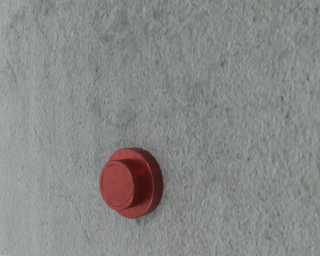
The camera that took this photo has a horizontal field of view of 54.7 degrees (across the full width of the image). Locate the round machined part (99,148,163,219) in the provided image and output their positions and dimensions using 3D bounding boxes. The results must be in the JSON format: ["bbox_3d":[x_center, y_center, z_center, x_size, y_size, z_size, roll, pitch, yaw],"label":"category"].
[{"bbox_3d":[-0.046,0.077,0.430,0.098,0.042,0.097,0,90,39],"label":"round machined part"}]
